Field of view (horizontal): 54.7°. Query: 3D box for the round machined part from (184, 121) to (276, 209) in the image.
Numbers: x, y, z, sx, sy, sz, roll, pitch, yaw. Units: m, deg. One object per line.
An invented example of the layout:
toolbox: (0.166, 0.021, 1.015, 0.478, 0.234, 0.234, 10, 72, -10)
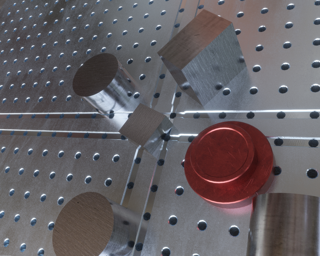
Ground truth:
round machined part: (0.072, 0.034, 0.338, 0.098, 0.042, 0.098, -13, 56, 21)

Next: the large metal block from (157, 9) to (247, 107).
large metal block: (0.056, -0.088, 0.397, 0.080, 0.080, 0.050, -44, 51, -2)

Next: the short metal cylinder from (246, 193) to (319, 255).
short metal cylinder: (0.115, 0.091, 0.257, 0.080, 0.080, 0.050, 0, 62, 28)

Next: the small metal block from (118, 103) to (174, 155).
small metal block: (-0.019, 0.000, 0.418, 0.050, 0.025, 0.050, 28, 77, 37)

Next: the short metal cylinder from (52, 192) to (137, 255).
short metal cylinder: (-0.075, 0.120, 0.358, 0.080, 0.050, 0.080, -13, 56, 21)

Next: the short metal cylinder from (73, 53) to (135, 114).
short metal cylinder: (-0.086, -0.068, 0.480, 0.080, 0.050, 0.080, -13, 56, 21)
